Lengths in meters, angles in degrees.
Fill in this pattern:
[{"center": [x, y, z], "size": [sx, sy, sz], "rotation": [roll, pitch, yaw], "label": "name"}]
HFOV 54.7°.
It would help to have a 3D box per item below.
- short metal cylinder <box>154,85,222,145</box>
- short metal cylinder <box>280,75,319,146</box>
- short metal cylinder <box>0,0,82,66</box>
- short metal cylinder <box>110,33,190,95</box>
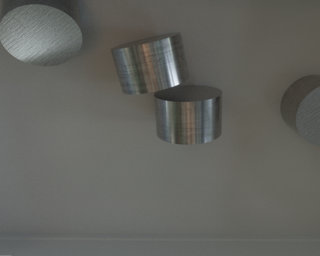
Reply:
[{"center": [0.034, -0.019, 0.376], "size": [0.081, 0.080, 0.050], "rotation": [-3, 110, 1], "label": "short metal cylinder"}, {"center": [0.202, -0.023, 0.392], "size": [0.081, 0.050, 0.079], "rotation": [0, 110, -1], "label": "short metal cylinder"}, {"center": [-0.127, -0.113, 0.334], "size": [0.081, 0.050, 0.080], "rotation": [-10, 147, -6], "label": "short metal cylinder"}, {"center": [-0.011, -0.075, 0.354], "size": [0.080, 0.080, 0.050], "rotation": [-12, 110, 4], "label": "short metal cylinder"}]
